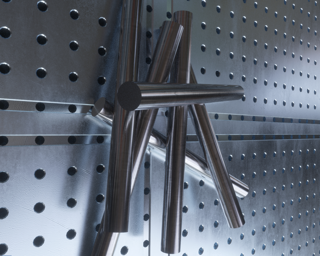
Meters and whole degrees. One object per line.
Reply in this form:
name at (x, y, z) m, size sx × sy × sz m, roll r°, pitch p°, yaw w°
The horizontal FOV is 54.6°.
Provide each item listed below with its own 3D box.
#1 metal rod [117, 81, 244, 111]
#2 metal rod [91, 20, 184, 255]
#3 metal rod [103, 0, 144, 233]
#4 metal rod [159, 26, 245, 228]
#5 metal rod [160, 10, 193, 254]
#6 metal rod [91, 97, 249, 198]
metal rod at (0.051, -0.043, 0.388) m, size 0.302 × 0.025 × 0.025 m, roll -12°, pitch 98°, yaw -59°
metal rod at (-0.028, 0.023, 0.355) m, size 0.025 × 0.025 × 0.299 m, roll 19°, pitch 87°, yaw -38°
metal rod at (-0.038, -0.041, 0.347) m, size 0.025 × 0.025 × 0.299 m, roll 14°, pitch 72°, yaw -39°
metal rod at (0.061, 0.001, 0.435) m, size 0.025 × 0.025 × 0.299 m, roll -25°, pitch 99°, yaw -37°
metal rod at (0.021, 0.004, 0.392) m, size 0.025 × 0.025 × 0.298 m, roll 5°, pitch 88°, yaw -40°
metal rod at (0.035, 0.041, 0.436) m, size 0.301 × 0.025 × 0.025 m, roll 32°, pitch 70°, yaw -35°
